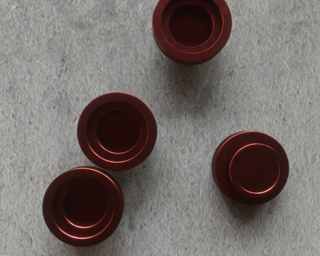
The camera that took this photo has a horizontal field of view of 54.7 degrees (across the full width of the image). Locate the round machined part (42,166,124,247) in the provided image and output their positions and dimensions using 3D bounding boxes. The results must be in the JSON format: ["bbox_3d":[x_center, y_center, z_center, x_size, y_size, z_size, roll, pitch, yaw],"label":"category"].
[{"bbox_3d":[-0.095,0.098,0.400,0.099,0.042,0.097,0,90,-1],"label":"round machined part"}]

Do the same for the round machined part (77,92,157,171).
[{"bbox_3d":[-0.053,0.004,0.401,0.099,0.042,0.097,0,90,-1],"label":"round machined part"}]

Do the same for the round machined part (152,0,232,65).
[{"bbox_3d":[0.040,-0.130,0.402,0.099,0.042,0.097,0,90,-1],"label":"round machined part"}]

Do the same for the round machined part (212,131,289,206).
[{"bbox_3d":[0.120,0.053,0.403,0.099,0.042,0.097,0,90,-1],"label":"round machined part"}]
